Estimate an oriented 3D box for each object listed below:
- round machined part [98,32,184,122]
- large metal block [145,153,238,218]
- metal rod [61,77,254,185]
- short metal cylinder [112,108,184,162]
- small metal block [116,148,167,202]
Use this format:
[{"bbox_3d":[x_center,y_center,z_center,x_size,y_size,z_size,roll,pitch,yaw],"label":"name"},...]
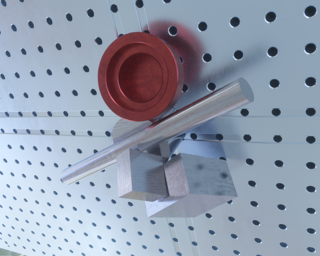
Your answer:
[{"bbox_3d":[-0.019,-0.058,0.358,0.098,0.042,0.097,3,97,22],"label":"round machined part"},{"bbox_3d":[0.036,0.076,0.393,0.081,0.050,0.080,13,142,-37],"label":"large metal block"},{"bbox_3d":[-0.029,0.019,0.371,0.299,0.025,0.025,-27,104,37],"label":"metal rod"},{"bbox_3d":[-0.014,0.009,0.406,0.080,0.050,0.079,13,124,20],"label":"short metal cylinder"},{"bbox_3d":[-0.022,0.056,0.361,0.050,0.050,0.025,19,142,-39],"label":"small metal block"}]
